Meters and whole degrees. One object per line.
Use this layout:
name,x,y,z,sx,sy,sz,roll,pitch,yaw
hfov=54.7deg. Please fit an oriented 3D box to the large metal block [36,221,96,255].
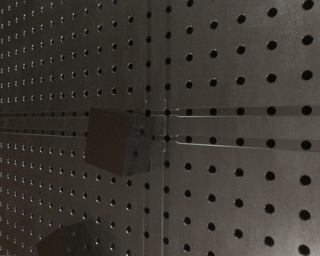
large metal block,-0.156,0.214,0.518,0.080,0.050,0.080,-39,67,33

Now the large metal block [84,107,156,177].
large metal block,-0.058,0.017,0.439,0.080,0.050,0.079,13,98,39
